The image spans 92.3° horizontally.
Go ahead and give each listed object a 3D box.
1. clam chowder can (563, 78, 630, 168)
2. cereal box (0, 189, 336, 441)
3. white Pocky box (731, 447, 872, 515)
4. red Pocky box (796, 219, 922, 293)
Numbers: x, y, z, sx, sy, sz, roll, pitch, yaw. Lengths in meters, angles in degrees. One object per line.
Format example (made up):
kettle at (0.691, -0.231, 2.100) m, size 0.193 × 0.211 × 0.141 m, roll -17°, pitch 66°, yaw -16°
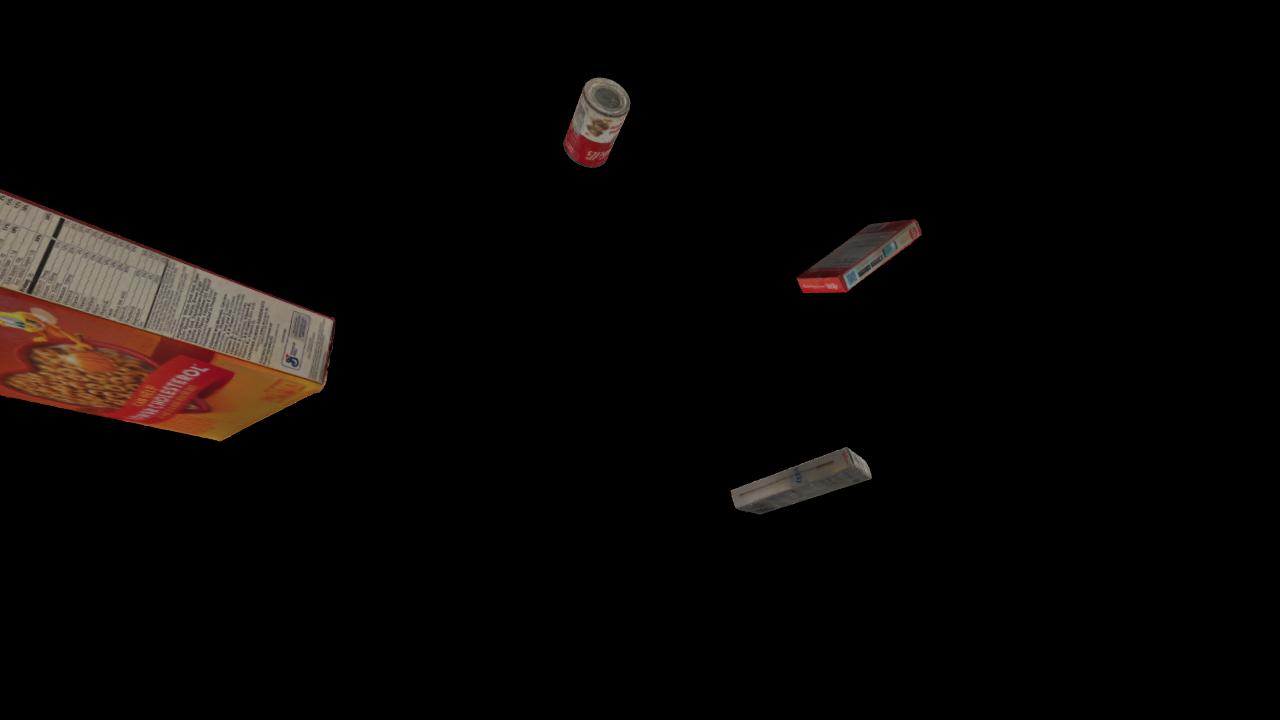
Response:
clam chowder can at (-0.060, -0.326, 0.847) m, size 0.068 × 0.068 × 0.102 m, roll 0°, pitch -24°, yaw -22°
cereal box at (-0.430, -0.026, 0.461) m, size 0.203 × 0.081 × 0.306 m, roll -20°, pitch -30°, yaw 31°
white Pocky box at (0.197, 0.152, 0.753) m, size 0.154 × 0.028 × 0.084 m, roll -26°, pitch -31°, yaw 24°
red Pocky box at (0.290, -0.137, 0.819) m, size 0.155 × 0.028 × 0.083 m, roll -35°, pitch 21°, yaw -19°
